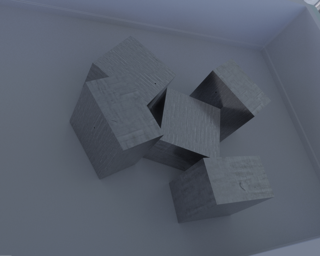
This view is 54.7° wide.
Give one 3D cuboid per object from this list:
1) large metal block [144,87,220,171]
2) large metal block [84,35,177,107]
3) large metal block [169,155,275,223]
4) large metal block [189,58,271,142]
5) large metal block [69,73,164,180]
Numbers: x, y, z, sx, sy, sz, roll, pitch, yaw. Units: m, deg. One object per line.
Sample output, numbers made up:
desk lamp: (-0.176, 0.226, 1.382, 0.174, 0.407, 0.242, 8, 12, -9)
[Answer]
large metal block: (0.030, 0.005, 0.402, 0.080, 0.050, 0.080, 21, 54, -17)
large metal block: (-0.038, -0.062, 0.406, 0.080, 0.050, 0.080, 41, 51, -1)
large metal block: (0.069, 0.072, 0.364, 0.081, 0.080, 0.050, 1, 62, -28)
large metal block: (0.093, -0.037, 0.443, 0.080, 0.080, 0.050, 49, 51, 6)
large metal block: (-0.052, -0.001, 0.342, 0.050, 0.080, 0.080, -21, 73, -36)
